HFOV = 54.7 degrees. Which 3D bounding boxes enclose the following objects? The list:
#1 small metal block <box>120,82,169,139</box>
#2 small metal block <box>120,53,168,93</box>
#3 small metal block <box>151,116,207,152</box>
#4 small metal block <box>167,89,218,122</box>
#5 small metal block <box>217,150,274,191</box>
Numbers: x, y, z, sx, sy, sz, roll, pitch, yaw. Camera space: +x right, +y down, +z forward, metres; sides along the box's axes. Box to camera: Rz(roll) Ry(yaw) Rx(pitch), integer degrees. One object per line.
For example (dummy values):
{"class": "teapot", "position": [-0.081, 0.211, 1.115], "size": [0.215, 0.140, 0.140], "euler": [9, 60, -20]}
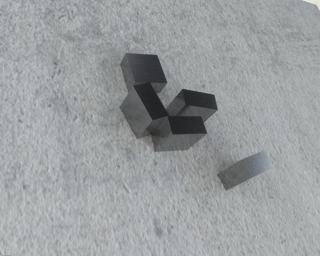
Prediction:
{"class": "small metal block", "position": [-0.021, -0.021, 0.391], "size": [0.025, 0.050, 0.050], "euler": [-19, 72, -35]}
{"class": "small metal block", "position": [-0.024, -0.078, 0.440], "size": [0.050, 0.025, 0.050], "euler": [-4, 64, -31]}
{"class": "small metal block", "position": [0.023, 0.008, 0.397], "size": [0.050, 0.050, 0.025], "euler": [-1, 62, -29]}
{"class": "small metal block", "position": [0.043, -0.026, 0.429], "size": [0.050, 0.050, 0.025], "euler": [7, 59, -25]}
{"class": "small metal block", "position": [0.115, 0.057, 0.417], "size": [0.050, 0.050, 0.025], "euler": [-15, 70, -35]}
